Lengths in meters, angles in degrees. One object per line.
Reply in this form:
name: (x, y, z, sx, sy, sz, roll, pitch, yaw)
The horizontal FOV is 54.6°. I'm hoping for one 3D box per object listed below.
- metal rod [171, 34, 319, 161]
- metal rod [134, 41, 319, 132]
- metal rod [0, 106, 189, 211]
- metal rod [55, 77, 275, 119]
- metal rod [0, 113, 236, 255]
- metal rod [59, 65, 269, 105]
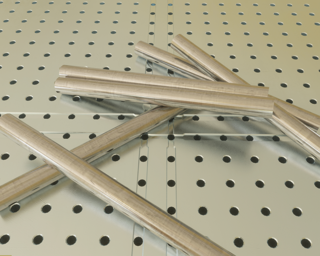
metal rod: (0.128, -0.038, 0.417, 0.025, 0.025, 0.300, -36, 66, -26)
metal rod: (0.088, -0.068, 0.465, 0.300, 0.025, 0.025, 28, 56, 21)
metal rod: (-0.061, 0.015, 0.395, 0.302, 0.025, 0.025, -29, 56, -22)
metal rod: (-0.008, -0.043, 0.413, 0.301, 0.025, 0.025, 8, 50, 19)
metal rod: (-0.056, 0.065, 0.330, 0.300, 0.025, 0.025, 29, 56, 14)
metal rod: (-0.007, -0.062, 0.433, 0.301, 0.025, 0.025, 9, 50, 18)
